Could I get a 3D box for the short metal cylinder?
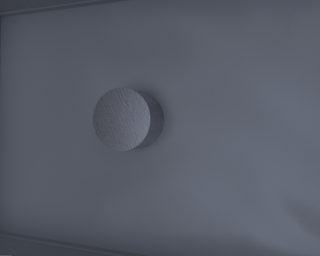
[{"bbox_3d":[-0.041,-0.011,0.412,0.080,0.050,0.080,0,90,20],"label":"short metal cylinder"}]
